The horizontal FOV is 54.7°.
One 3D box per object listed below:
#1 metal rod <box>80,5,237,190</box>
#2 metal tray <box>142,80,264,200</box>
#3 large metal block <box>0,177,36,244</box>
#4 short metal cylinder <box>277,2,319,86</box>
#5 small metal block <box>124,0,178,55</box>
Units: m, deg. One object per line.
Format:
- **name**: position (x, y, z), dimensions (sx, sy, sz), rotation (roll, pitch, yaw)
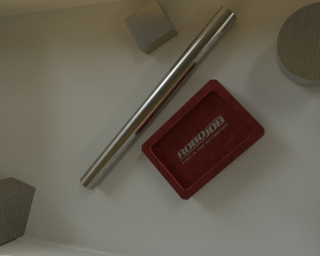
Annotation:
- **metal rod**: position (-0.009, -0.031, 0.412), dimensions (0.025, 0.025, 0.299), rotation (44, 103, 14)
- **metal tray**: position (0.052, 0.015, 0.388), dimensions (0.130, 0.030, 0.090), rotation (-44, 77, 14)
- **large metal block**: position (-0.244, 0.126, 0.465), dimensions (0.050, 0.080, 0.080), rotation (18, 96, 19)
- **short metal cylinder**: position (0.170, -0.088, 0.337), dimensions (0.080, 0.050, 0.079), rotation (0, 90, 19)
- **small metal block**: position (-0.012, -0.135, 0.414), dimensions (0.050, 0.025, 0.050), rotation (-30, 80, 17)
